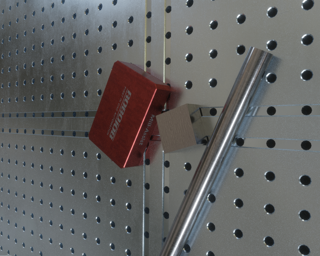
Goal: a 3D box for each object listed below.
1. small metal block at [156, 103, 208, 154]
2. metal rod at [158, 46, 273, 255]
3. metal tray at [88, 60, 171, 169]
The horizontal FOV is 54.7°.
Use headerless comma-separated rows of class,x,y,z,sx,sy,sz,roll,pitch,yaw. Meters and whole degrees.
small metal block,0.026,0.002,0.386,0.050,0.025,0.050,-20,77,38
metal rod,0.054,0.053,0.363,0.025,0.025,0.298,33,110,35
metal tray,-0.048,-0.019,0.443,0.090,0.030,0.129,36,112,33
